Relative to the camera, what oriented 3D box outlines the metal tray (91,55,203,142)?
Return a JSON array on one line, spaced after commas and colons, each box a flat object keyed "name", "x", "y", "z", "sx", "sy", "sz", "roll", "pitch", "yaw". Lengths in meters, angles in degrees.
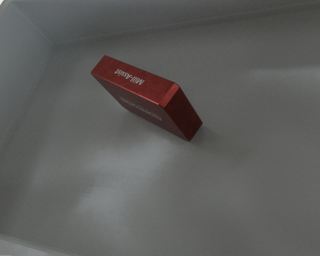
[{"name": "metal tray", "x": -0.017, "y": -0.038, "z": 0.391, "sx": 0.130, "sy": 0.090, "sz": 0.030, "roll": 28, "pitch": 77, "yaw": 36}]
